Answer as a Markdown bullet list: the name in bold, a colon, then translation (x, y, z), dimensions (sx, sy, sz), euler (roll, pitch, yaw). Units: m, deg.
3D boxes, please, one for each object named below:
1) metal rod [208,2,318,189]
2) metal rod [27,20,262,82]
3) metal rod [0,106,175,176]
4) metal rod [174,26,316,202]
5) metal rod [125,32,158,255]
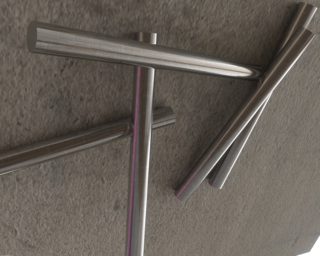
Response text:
- **metal rod**: translation (0.146, -0.035, 0.466), dimensions (0.025, 0.025, 0.298), euler (9, 114, -33)
- **metal rod**: translation (0.016, -0.074, 0.337), dimensions (0.302, 0.025, 0.025), euler (-2, 120, -40)
- **metal rod**: translation (-0.122, 0.024, 0.355), dimensions (0.302, 0.025, 0.025), euler (-17, 125, -19)
- **metal rod**: translation (0.112, -0.008, 0.449), dimensions (0.025, 0.025, 0.298), euler (20, 112, -36)
- **metal rod**: translation (-0.025, 0.040, 0.375), dimensions (0.025, 0.025, 0.298), euler (-3, 106, -27)
